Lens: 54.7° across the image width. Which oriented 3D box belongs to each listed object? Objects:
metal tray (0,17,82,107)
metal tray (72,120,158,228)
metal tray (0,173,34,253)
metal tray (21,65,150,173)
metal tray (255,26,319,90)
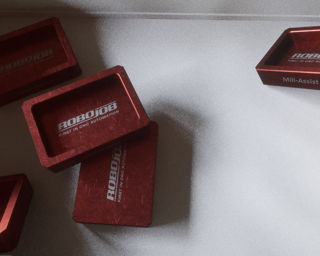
[{"bbox_3d":[-0.189,-0.095,0.439,0.131,0.030,0.090,-24,72,-9],"label":"metal tray"},{"bbox_3d":[-0.051,0.054,0.387,0.091,0.030,0.130,4,70,1],"label":"metal tray"},{"bbox_3d":[-0.219,0.099,0.342,0.131,0.030,0.090,-8,33,-4],"label":"metal tray"},{"bbox_3d":[-0.088,-0.012,0.378,0.131,0.030,0.090,-23,72,-9],"label":"metal tray"},{"bbox_3d":[0.203,-0.092,0.400,0.090,0.030,0.130,-50,34,-16],"label":"metal tray"}]
